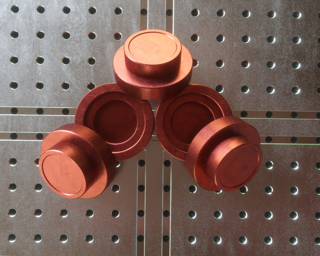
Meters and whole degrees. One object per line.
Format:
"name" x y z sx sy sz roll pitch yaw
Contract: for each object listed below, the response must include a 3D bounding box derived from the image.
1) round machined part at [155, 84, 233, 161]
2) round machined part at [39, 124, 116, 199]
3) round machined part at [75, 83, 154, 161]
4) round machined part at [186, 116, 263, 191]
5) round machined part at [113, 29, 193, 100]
"round machined part" 0.042 -0.006 0.405 0.099 0.042 0.097 0 90 -1
"round machined part" -0.107 0.047 0.380 0.098 0.042 0.097 10 119 20
"round machined part" -0.057 -0.007 0.403 0.099 0.042 0.097 0 90 -1
"round machined part" 0.085 0.038 0.379 0.099 0.042 0.097 -13 123 -22
"round machined part" -0.009 -0.084 0.379 0.099 0.042 0.098 1 52 0
